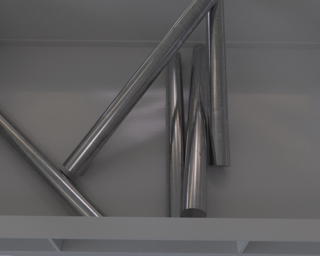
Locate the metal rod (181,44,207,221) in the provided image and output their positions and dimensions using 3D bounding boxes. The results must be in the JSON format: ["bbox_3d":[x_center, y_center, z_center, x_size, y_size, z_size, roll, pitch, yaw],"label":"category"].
[{"bbox_3d":[0.050,-0.022,0.409,0.025,0.025,0.300,5,46,4],"label":"metal rod"}]

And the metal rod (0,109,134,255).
[{"bbox_3d":[-0.144,0.041,0.369,0.300,0.025,0.025,36,59,26],"label":"metal rod"}]

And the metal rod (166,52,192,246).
[{"bbox_3d":[0.020,-0.001,0.405,0.025,0.025,0.300,0,50,0],"label":"metal rod"}]

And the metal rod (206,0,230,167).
[{"bbox_3d":[0.074,-0.099,0.407,0.025,0.025,0.299,1,76,0],"label":"metal rod"}]

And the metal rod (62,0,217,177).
[{"bbox_3d":[-0.014,-0.069,0.384,0.025,0.025,0.300,34,82,25],"label":"metal rod"}]
